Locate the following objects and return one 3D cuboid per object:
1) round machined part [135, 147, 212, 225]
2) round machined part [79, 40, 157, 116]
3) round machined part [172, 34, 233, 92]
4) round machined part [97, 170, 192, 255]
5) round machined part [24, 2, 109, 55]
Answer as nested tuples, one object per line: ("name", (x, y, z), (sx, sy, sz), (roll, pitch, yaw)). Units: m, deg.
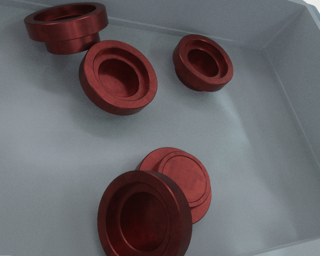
("round machined part", (0.020, 0.066, 0.366), (0.099, 0.042, 0.098), (14, 56, -21))
("round machined part", (-0.056, -0.060, 0.397), (0.099, 0.042, 0.098), (15, 60, -27))
("round machined part", (0.063, -0.097, 0.490), (0.099, 0.042, 0.098), (14, 56, -21))
("round machined part", (-0.012, 0.091, 0.307), (0.042, 0.098, 0.098), (14, 50, -57))
("round machined part", (-0.113, -0.124, 0.390), (0.099, 0.042, 0.098), (-5, 34, 4))
